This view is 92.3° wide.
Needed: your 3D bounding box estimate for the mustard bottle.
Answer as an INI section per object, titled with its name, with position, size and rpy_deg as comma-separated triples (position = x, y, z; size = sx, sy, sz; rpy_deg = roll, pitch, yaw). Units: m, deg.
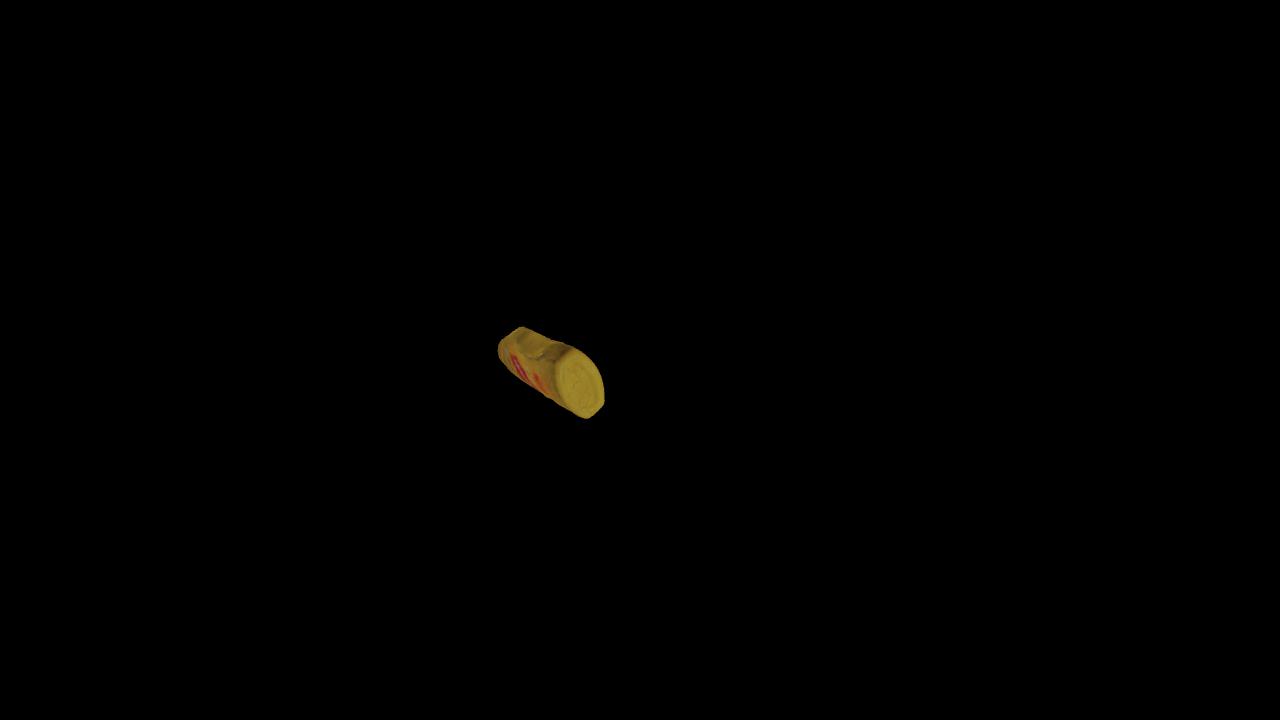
[mustard bottle]
position = -0.119, 0.004, 0.734
size = 0.054, 0.092, 0.184
rpy_deg = -46, 39, -19
